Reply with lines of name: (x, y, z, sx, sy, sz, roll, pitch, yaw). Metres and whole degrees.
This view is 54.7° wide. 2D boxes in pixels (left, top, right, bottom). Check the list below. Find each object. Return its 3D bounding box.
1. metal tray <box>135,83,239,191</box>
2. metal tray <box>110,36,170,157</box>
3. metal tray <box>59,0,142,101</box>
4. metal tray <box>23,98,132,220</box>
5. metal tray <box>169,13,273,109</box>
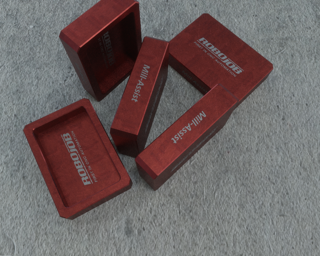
metal tray: (0.031, 0.014, 0.370, 0.130, 0.090, 0.030, -42, 76, -14)
metal tray: (-0.021, -0.035, 0.387, 0.030, 0.090, 0.130, 16, 71, 5)
metal tray: (-0.065, -0.097, 0.388, 0.030, 0.130, 0.090, 42, 75, 13)
metal tray: (-0.103, 0.037, 0.392, 0.090, 0.030, 0.130, -27, 73, -10)
metal tray: (0.081, -0.094, 0.442, 0.090, 0.030, 0.130, -43, 76, -14)
